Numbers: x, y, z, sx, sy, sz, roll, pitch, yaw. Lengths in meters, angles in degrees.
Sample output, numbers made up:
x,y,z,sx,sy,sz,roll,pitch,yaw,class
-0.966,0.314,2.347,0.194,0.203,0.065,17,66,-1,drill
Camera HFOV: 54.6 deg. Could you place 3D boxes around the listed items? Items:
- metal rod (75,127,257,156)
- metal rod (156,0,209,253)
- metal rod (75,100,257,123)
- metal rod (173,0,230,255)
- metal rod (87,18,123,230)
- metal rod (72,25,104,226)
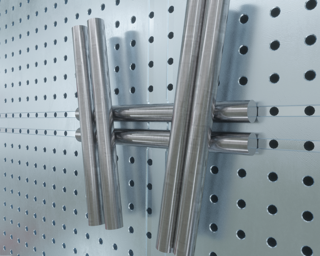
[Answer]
x,y,z,sx,sy,sz,roll,pitch,yaw,class
-0.017,0.014,0.425,0.300,0.025,0.025,1,91,40,metal rod
0.025,-0.003,0.358,0.025,0.025,0.298,12,98,39,metal rod
-0.017,-0.021,0.425,0.300,0.025,0.025,1,91,40,metal rod
0.045,-0.004,0.341,0.025,0.025,0.298,12,98,39,metal rod
-0.079,-0.009,0.444,0.025,0.025,0.299,-10,84,39,metal rod
-0.108,-0.007,0.468,0.025,0.025,0.299,-10,83,39,metal rod
